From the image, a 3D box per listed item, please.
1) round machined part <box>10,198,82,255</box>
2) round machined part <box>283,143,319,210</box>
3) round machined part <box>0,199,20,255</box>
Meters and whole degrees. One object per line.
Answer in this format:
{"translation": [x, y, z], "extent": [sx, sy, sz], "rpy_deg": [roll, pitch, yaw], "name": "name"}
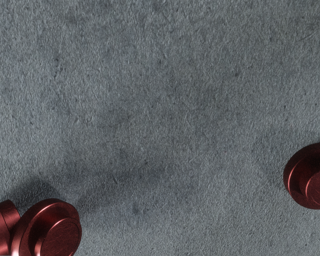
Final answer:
{"translation": [-0.146, 0.149, 0.422], "extent": [0.042, 0.099, 0.097], "rpy_deg": [11, 114, 32], "name": "round machined part"}
{"translation": [0.228, 0.073, 0.429], "extent": [0.099, 0.042, 0.097], "rpy_deg": [0, 110, 0], "name": "round machined part"}
{"translation": [-0.220, 0.139, 0.431], "extent": [0.042, 0.098, 0.097], "rpy_deg": [-21, 116, -39], "name": "round machined part"}
